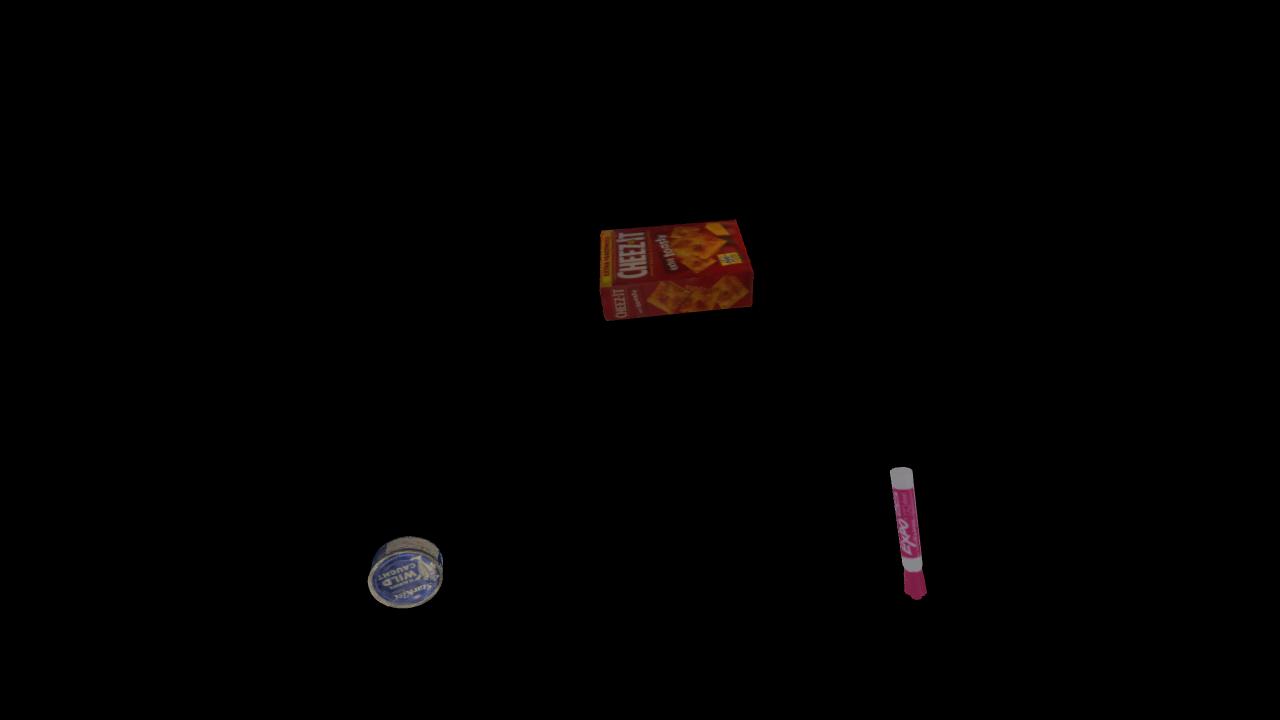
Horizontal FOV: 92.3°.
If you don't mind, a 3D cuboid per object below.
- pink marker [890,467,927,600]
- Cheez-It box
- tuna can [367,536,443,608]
[{"bbox_3d":[0.242,0.157,0.555,0.020,0.121,0.020,-9,6,1],"label":"pink marker"},{"bbox_3d":[0.051,-0.142,0.945,0.223,0.071,0.166,-5,40,2],"label":"Cheez-It box"},{"bbox_3d":[-0.283,0.257,0.747,0.084,0.084,0.034,0,20,-16],"label":"tuna can"}]
